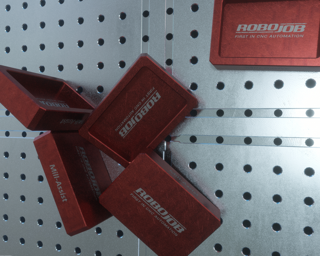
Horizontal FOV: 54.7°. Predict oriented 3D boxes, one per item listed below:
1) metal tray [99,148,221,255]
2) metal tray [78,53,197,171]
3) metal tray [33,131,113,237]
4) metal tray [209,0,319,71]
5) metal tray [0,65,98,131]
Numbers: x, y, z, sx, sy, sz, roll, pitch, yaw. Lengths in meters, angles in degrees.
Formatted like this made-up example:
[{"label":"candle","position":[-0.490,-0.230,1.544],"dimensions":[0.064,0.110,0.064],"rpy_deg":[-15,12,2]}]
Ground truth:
[{"label":"metal tray","position":[0.000,0.100,0.393],"dimensions":[0.130,0.030,0.090],"rpy_deg":[42,103,0]},{"label":"metal tray","position":[-0.029,-0.018,0.397],"dimensions":[0.090,0.030,0.130],"rpy_deg":[39,104,-15]},{"label":"metal tray","position":[-0.106,0.065,0.414],"dimensions":[0.030,0.090,0.129],"rpy_deg":[-26,82,18]},{"label":"metal tray","position":[0.129,-0.115,0.364],"dimensions":[0.130,0.030,0.089],"rpy_deg":[5,92,19]},{"label":"metal tray","position":[-0.145,-0.036,0.406],"dimensions":[0.090,0.130,0.030],"rpy_deg":[39,103,15]}]
